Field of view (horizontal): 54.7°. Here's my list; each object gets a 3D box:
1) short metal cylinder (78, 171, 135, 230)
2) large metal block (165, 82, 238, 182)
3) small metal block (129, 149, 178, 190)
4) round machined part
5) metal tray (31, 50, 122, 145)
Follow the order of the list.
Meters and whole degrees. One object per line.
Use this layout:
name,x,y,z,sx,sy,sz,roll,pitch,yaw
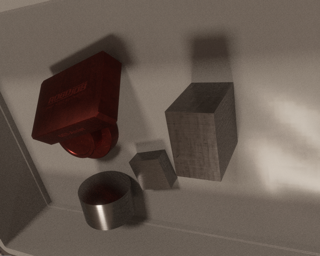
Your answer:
short metal cylinder,-0.082,0.111,0.483,0.080,0.080,0.050,7,122,24
large metal block,0.051,0.001,0.346,0.050,0.080,0.079,3,120,26
small metal block,-0.009,0.061,0.450,0.050,0.025,0.050,-10,113,32
round machined part,-0.115,0.006,0.460,0.098,0.042,0.097,13,124,20
metal tray,-0.110,-0.035,0.402,0.130,0.090,0.030,-15,152,34
